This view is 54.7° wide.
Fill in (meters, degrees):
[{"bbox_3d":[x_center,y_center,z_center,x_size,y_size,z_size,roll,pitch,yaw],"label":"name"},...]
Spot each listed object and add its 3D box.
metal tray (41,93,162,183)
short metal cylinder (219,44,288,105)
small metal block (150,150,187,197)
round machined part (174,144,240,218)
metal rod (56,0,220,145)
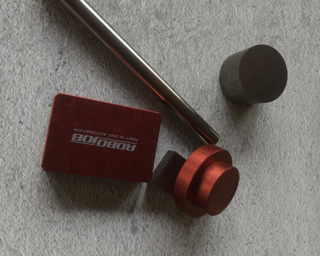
[{"bbox_3d":[-0.069,0.014,0.381,0.131,0.030,0.090,11,87,-20],"label":"metal tray"},{"bbox_3d":[0.133,-0.074,0.445,0.081,0.050,0.080,0,90,-20],"label":"short metal cylinder"},{"bbox_3d":[0.021,0.065,0.417,0.050,0.025,0.050,39,78,-16],"label":"small metal block"},{"bbox_3d":[0.066,0.073,0.400,0.099,0.042,0.097,-25,127,-38],"label":"round machined part"},{"bbox_3d":[-0.030,-0.081,0.397,0.300,0.025,0.025,44,76,-15],"label":"metal rod"}]
